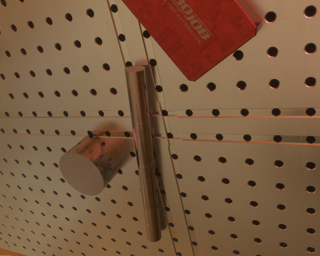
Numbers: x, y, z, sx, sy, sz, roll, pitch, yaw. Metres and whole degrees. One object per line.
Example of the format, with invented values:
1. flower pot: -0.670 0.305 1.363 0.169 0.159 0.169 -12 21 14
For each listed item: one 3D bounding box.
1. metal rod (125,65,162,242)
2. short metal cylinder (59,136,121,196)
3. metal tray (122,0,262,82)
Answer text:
1. metal rod: -0.020 0.056 0.454 0.025 0.025 0.298 9 123 23
2. short metal cylinder: -0.109 0.059 0.487 0.080 0.050 0.079 13 124 20
3. metal tray: 0.027 -0.124 0.316 0.130 0.030 0.090 49 128 -7
